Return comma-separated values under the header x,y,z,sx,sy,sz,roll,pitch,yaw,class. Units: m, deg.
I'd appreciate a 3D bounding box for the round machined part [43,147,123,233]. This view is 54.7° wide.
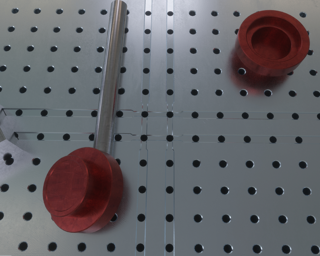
x,y,z,sx,sy,sz,roll,pitch,yaw,class
-0.094,0.068,0.354,0.098,0.042,0.098,-12,66,28,round machined part

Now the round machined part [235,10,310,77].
x,y,z,sx,sy,sz,roll,pitch,yaw,class
0.157,-0.117,0.446,0.099,0.042,0.098,0,70,0,round machined part

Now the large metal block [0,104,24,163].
x,y,z,sx,sy,sz,roll,pitch,yaw,class
-0.237,0.010,0.393,0.080,0.050,0.080,-31,73,-11,large metal block

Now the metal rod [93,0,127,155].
x,y,z,sx,sy,sz,roll,pitch,yaw,class
-0.070,-0.049,0.428,0.025,0.025,0.299,3,70,1,metal rod
